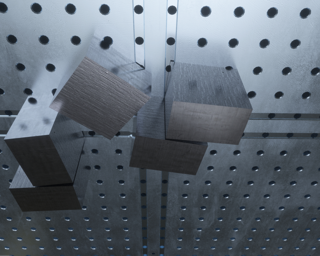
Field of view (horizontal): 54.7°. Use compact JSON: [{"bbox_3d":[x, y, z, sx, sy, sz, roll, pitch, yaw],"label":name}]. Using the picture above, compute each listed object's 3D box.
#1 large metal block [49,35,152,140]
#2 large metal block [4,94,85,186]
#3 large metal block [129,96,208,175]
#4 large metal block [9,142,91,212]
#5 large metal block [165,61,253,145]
[{"bbox_3d":[-0.066,-0.044,0.357,0.080,0.050,0.080,31,123,-24],"label":"large metal block"},{"bbox_3d":[-0.137,0.014,0.385,0.050,0.080,0.080,-6,130,5],"label":"large metal block"},{"bbox_3d":[0.008,0.007,0.382,0.081,0.080,0.050,9,130,-8],"label":"large metal block"},{"bbox_3d":[-0.146,0.066,0.430,0.080,0.080,0.050,-3,130,2],"label":"large metal block"},{"bbox_3d":[0.049,-0.030,0.351,0.081,0.080,0.050,6,130,-5],"label":"large metal block"}]
